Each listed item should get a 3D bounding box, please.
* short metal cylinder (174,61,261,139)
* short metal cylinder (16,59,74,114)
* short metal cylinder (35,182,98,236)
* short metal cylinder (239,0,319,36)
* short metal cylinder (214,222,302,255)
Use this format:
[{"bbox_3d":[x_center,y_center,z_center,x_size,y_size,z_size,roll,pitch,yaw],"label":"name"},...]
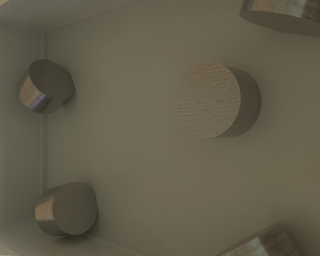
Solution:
[{"bbox_3d":[0.062,-0.029,0.339,0.080,0.050,0.080,0,90,40],"label":"short metal cylinder"},{"bbox_3d":[-0.197,-0.071,0.534,0.050,0.081,0.080,-34,69,35],"label":"short metal cylinder"},{"bbox_3d":[-0.148,0.130,0.493,0.050,0.081,0.080,-20,77,38],"label":"short metal cylinder"},{"bbox_3d":[0.117,-0.117,0.274,0.080,0.081,0.050,24,105,37],"label":"short metal cylinder"},{"bbox_3d":[0.094,0.131,0.294,0.080,0.081,0.050,-42,65,32],"label":"short metal cylinder"}]
